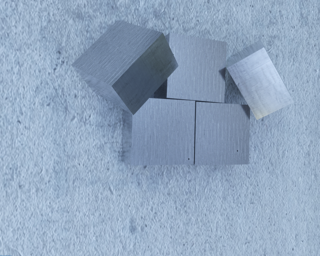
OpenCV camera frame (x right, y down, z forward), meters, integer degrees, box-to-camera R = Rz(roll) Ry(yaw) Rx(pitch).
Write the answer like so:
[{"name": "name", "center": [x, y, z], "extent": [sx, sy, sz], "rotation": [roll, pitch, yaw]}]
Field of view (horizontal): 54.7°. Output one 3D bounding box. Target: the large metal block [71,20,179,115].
[{"name": "large metal block", "center": [-0.040, -0.073, 0.359], "extent": [0.080, 0.080, 0.050], "rotation": [-49, 140, -14]}]

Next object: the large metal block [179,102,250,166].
[{"name": "large metal block", "center": [0.073, 0.008, 0.423], "extent": [0.081, 0.050, 0.079], "rotation": [1, 90, -21]}]

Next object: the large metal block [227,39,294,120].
[{"name": "large metal block", "center": [0.136, -0.069, 0.426], "extent": [0.050, 0.080, 0.080], "rotation": [-28, 103, 23]}]

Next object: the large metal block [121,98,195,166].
[{"name": "large metal block", "center": [-0.003, 0.005, 0.396], "extent": [0.081, 0.050, 0.079], "rotation": [1, 90, -21]}]

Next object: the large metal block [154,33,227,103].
[{"name": "large metal block", "center": [0.039, -0.075, 0.413], "extent": [0.081, 0.050, 0.079], "rotation": [3, 89, -20]}]
